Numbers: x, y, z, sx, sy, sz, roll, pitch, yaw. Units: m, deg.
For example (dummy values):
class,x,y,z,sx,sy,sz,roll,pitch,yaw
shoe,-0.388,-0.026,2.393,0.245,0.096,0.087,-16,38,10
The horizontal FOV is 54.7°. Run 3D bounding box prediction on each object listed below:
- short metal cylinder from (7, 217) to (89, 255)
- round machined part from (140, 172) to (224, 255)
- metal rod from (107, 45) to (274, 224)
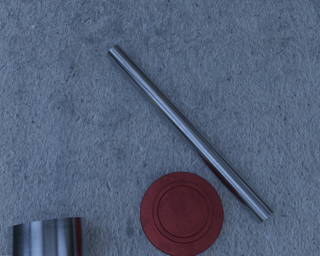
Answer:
class,x,y,z,sx,sy,sz,roll,pitch,yaw
short metal cylinder,-0.119,0.128,0.331,0.081,0.080,0.050,-8,70,-3
round machined part,0.025,0.099,0.363,0.099,0.042,0.098,0,70,0
metal rod,0.030,-0.002,0.409,0.025,0.025,0.300,-38,75,-13
